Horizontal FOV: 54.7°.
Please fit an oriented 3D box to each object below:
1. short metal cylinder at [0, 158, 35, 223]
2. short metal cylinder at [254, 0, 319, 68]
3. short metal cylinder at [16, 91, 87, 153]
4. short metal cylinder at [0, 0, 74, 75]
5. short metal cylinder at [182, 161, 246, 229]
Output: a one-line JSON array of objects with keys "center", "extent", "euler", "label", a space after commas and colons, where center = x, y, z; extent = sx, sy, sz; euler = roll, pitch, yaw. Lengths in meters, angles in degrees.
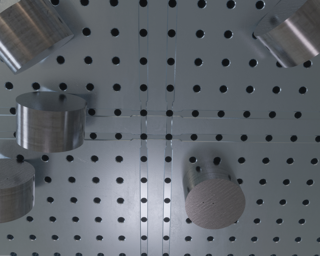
[{"center": [-0.210, 0.081, 0.412], "extent": [0.081, 0.080, 0.050], "euler": [8, 110, -3], "label": "short metal cylinder"}, {"center": [0.153, -0.114, 0.343], "extent": [0.050, 0.080, 0.080], "euler": [42, 105, -14], "label": "short metal cylinder"}, {"center": [-0.132, -0.010, 0.379], "extent": [0.081, 0.080, 0.050], "euler": [8, 110, -3], "label": "short metal cylinder"}, {"center": [-0.145, -0.103, 0.345], "extent": [0.080, 0.080, 0.050], "euler": [-32, 107, 11], "label": "short metal cylinder"}, {"center": [0.073, 0.094, 0.435], "extent": [0.081, 0.050, 0.079], "euler": [0, 110, 0], "label": "short metal cylinder"}]
